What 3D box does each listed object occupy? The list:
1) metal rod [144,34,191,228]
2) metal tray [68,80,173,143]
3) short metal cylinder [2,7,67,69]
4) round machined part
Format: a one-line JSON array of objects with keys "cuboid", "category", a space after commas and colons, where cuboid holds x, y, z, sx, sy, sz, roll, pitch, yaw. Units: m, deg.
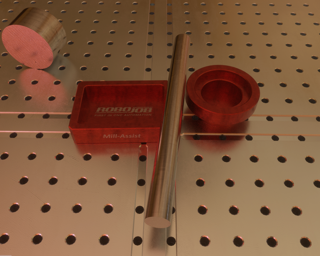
[{"cuboid": [0.017, -0.024, 0.388, 0.025, 0.025, 0.300, 6, 49, 5], "category": "metal rod"}, {"cuboid": [-0.049, -0.024, 0.423, 0.131, 0.030, 0.090, -1, 50, -1], "category": "metal tray"}, {"cuboid": [-0.196, -0.140, 0.489, 0.080, 0.080, 0.050, 10, 51, 8], "category": "short metal cylinder"}, {"cuboid": [0.084, -0.041, 0.431, 0.099, 0.042, 0.098, 0, 50, 0], "category": "round machined part"}]
